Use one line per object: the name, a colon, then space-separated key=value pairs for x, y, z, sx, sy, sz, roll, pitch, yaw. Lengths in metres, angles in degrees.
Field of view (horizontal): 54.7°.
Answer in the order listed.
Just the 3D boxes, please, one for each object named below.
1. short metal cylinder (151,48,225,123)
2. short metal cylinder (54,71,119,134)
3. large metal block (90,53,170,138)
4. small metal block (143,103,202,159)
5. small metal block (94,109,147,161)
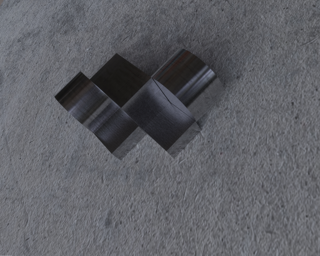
short metal cylinder: x=0.033 y=-0.051 z=0.385 sx=0.050 sy=0.080 sz=0.080 roll=-46 pitch=51 yaw=-4
short metal cylinder: x=-0.103 y=-0.036 z=0.446 sx=0.050 sy=0.080 sz=0.080 roll=-46 pitch=51 yaw=-4
large metal block: x=-0.035 y=-0.043 z=0.415 sx=0.050 sy=0.080 sz=0.080 roll=-46 pitch=52 yaw=-4
small metal block: x=0.016 y=0.003 z=0.396 sx=0.050 sy=0.025 sz=0.050 roll=-46 pitch=51 yaw=-4
small metal block: x=-0.055 y=0.009 z=0.430 sx=0.050 sy=0.025 sz=0.050 roll=-46 pitch=51 yaw=-4
